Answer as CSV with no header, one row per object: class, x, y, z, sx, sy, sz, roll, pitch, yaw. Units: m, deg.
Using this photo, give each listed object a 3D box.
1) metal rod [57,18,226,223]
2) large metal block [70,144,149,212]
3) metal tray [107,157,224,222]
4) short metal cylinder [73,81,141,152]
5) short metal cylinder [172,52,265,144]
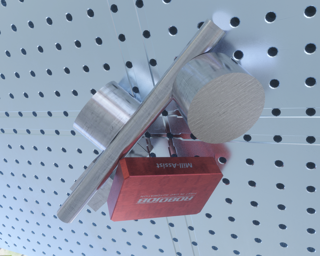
metal rod,-0.033,0.005,0.361,0.025,0.025,0.299,40,108,1
large metal block,-0.073,0.063,0.450,0.050,0.080,0.080,43,129,-2
metal tray,0.005,0.078,0.401,0.131,0.030,0.089,2,131,-23
short metal cylinder,-0.064,-0.014,0.399,0.050,0.080,0.080,40,129,1
short metal cylinder,0.058,-0.031,0.319,0.081,0.050,0.079,-9,126,-12
